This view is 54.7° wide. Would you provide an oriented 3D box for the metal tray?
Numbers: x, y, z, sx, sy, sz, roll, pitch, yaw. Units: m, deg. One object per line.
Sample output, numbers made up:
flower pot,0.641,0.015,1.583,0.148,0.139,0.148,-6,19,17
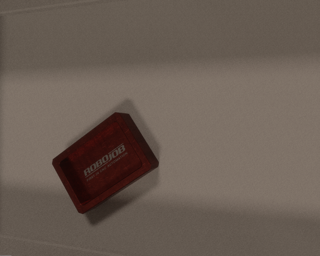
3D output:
metal tray,-0.079,0.049,0.434,0.130,0.030,0.090,-35,79,16
